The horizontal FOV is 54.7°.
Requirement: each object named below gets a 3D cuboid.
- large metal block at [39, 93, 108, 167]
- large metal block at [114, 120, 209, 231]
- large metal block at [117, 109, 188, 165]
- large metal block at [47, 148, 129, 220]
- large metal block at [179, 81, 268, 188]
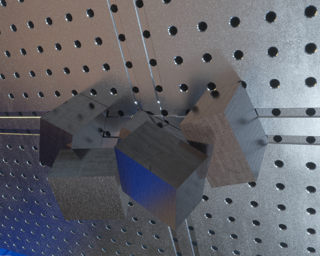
[{"bbox_3d":[-0.123,0.009,0.443,0.050,0.080,0.079,27,128,11],"label":"large metal block"},{"bbox_3d":[0.001,0.051,0.335,0.080,0.050,0.080,30,143,28],"label":"large metal block"},{"bbox_3d":[-0.014,0.034,0.421,0.080,0.050,0.079,28,128,10],"label":"large metal block"},{"bbox_3d":[-0.086,0.073,0.399,0.080,0.050,0.079,-2,127,5],"label":"large metal block"},{"bbox_3d":[0.074,0.006,0.339,0.050,0.080,0.080,-17,110,34],"label":"large metal block"}]
